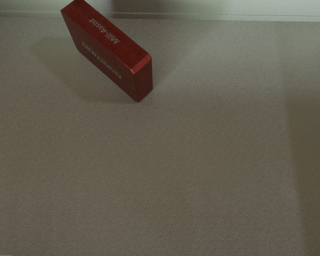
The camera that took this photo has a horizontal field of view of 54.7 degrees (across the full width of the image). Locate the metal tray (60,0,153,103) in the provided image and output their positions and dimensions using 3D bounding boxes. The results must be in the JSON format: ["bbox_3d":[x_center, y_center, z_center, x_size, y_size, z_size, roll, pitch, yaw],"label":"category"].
[{"bbox_3d":[-0.067,-0.100,0.410,0.130,0.090,0.030,42,75,13],"label":"metal tray"}]
